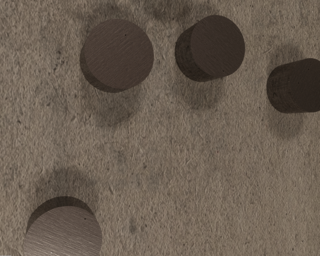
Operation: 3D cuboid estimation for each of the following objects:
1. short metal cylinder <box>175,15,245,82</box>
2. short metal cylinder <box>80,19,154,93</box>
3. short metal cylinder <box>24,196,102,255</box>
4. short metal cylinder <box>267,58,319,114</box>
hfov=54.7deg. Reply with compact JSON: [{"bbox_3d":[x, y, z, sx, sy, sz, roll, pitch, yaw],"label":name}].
[{"bbox_3d":[0.067,-0.106,0.422,0.081,0.050,0.079,0,90,-21],"label":"short metal cylinder"},{"bbox_3d":[-0.054,-0.085,0.377,0.081,0.050,0.079,0,90,-21],"label":"short metal cylinder"},{"bbox_3d":[-0.111,0.123,0.355,0.081,0.050,0.079,0,90,-21],"label":"short metal cylinder"},{"bbox_3d":[0.214,-0.063,0.477,0.081,0.050,0.079,0,90,-21],"label":"short metal cylinder"}]
